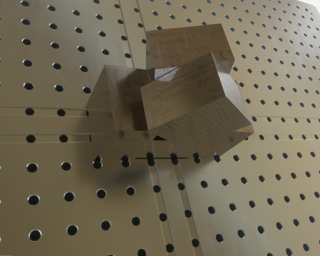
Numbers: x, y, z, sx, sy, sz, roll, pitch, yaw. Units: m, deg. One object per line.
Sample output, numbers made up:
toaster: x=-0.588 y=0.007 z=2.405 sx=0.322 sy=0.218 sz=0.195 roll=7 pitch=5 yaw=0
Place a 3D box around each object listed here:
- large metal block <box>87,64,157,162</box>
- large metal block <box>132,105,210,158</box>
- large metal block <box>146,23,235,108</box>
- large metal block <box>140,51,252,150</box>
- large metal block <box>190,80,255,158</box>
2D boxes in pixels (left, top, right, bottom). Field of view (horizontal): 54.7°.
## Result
large metal block: x=-0.046 y=-0.014 z=0.358 sx=0.050 sy=0.080 sz=0.080 roll=2 pitch=61 yaw=-28
large metal block: x=0.007 y=-0.008 z=0.400 sx=0.081 sy=0.050 sz=0.080 roll=3 pitch=61 yaw=-27
large metal block: x=0.028 y=-0.066 z=0.348 sx=0.081 sy=0.080 sz=0.050 roll=-8 pitch=64 yaw=-7
large metal block: x=0.039 y=-0.023 z=0.323 sx=0.080 sy=0.080 sz=0.050 roll=30 pitch=42 yaw=-54
large metal block: x=0.071 y=-0.012 z=0.420 sx=0.050 sy=0.080 sz=0.080 roll=4 pitch=60 yaw=-27
